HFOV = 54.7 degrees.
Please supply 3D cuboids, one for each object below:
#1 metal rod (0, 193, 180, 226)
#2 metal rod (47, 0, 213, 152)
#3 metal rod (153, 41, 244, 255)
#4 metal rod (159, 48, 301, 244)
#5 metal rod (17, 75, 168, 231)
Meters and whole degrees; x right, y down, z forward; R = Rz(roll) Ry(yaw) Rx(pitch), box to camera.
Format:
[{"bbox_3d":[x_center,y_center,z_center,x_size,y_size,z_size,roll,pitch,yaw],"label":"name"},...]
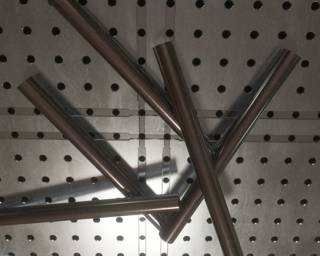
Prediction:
[{"bbox_3d":[-0.122,0.117,0.437,0.301,0.025,0.025,-7,110,9],"label":"metal rod"},{"bbox_3d":[-0.038,-0.071,0.386,0.025,0.025,0.300,-41,106,13],"label":"metal rod"},{"bbox_3d":[0.052,0.039,0.392,0.025,0.025,0.298,-19,96,6],"label":"metal rod"},{"bbox_3d":[0.086,0.033,0.413,0.025,0.025,0.299,29,102,-11],"label":"metal rod"},{"bbox_3d":[-0.075,0.051,0.431,0.025,0.025,0.300,-37,106,12],"label":"metal rod"}]
